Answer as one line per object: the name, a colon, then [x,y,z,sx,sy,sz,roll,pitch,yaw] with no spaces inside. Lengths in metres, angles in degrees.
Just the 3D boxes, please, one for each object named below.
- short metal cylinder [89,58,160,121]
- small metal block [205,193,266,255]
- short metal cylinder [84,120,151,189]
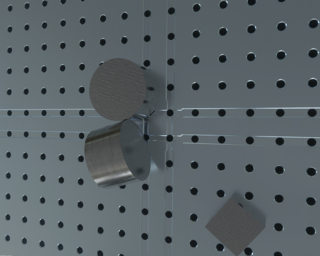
short metal cylinder: [-0.046,-0.049,0.416,0.080,0.050,0.079,0,90,20]
small metal block: [0.092,0.118,0.380,0.050,0.025,0.050,41,103,15]
short metal cylinder: [-0.053,0.034,0.402,0.050,0.080,0.080,-17,85,19]
